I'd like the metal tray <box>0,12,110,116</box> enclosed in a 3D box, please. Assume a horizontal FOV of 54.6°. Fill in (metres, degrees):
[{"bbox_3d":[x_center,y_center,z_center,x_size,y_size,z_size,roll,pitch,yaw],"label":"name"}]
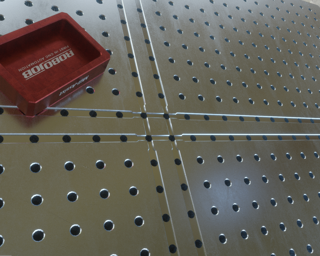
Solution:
[{"bbox_3d":[-0.137,-0.083,0.381,0.090,0.030,0.131,44,51,2],"label":"metal tray"}]
